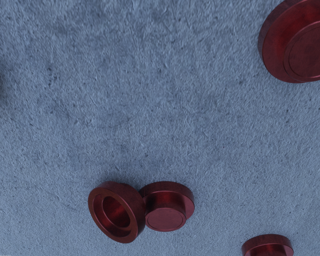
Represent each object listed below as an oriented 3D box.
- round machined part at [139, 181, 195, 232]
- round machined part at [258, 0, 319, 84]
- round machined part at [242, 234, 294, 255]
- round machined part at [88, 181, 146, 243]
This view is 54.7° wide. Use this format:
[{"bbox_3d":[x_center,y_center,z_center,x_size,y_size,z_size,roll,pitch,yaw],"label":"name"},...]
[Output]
[{"bbox_3d":[0.008,0.135,0.511,0.099,0.042,0.097,0,130,0],"label":"round machined part"},{"bbox_3d":[0.157,-0.087,0.323,0.099,0.042,0.097,0,130,0],"label":"round machined part"},{"bbox_3d":[0.216,0.256,0.616,0.099,0.042,0.097,0,130,0],"label":"round machined part"},{"bbox_3d":[-0.061,0.125,0.482,0.098,0.042,0.097,15,119,30],"label":"round machined part"}]
